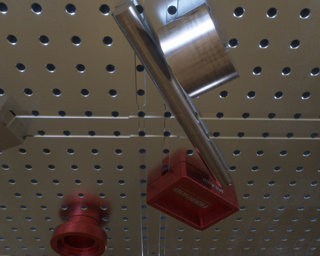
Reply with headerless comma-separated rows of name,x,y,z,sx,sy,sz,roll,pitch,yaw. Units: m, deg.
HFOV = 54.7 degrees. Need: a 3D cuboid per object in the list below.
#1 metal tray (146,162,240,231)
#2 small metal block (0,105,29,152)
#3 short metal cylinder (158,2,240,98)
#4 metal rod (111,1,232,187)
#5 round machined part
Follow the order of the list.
metal tray,0.054,0.116,0.508,0.130,0.030,0.090,34,122,-26
small metal block,-0.215,0.003,0.411,0.050,0.025,0.050,-18,128,14
short metal cylinder,0.040,-0.076,0.311,0.050,0.080,0.080,-25,126,19
metal rod,0.031,-0.019,0.396,0.025,0.025,0.299,-22,127,17
round machined part,-0.146,0.197,0.567,0.099,0.042,0.097,-1,130,0
